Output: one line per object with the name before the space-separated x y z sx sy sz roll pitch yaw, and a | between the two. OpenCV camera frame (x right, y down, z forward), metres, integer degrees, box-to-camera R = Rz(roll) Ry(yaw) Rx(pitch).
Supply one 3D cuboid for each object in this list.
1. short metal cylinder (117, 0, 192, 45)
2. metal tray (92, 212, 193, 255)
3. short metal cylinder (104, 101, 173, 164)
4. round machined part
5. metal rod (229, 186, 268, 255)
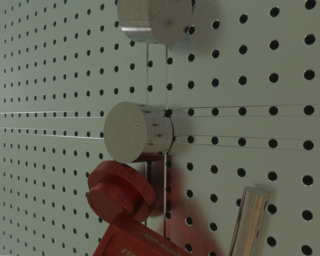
short metal cylinder | -0.005 -0.144 0.378 0.050 0.081 0.079 18 101 39
metal tray | -0.017 0.175 0.382 0.130 0.030 0.089 30 112 5
short metal cylinder | -0.030 0.006 0.416 0.080 0.050 0.080 -2 86 40
round machined part | -0.058 0.094 0.416 0.098 0.042 0.097 17 131 21
metal rod | 0.075 0.211 0.347 0.025 0.025 0.298 17 101 39
